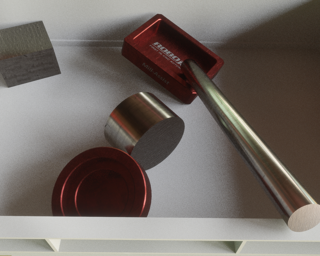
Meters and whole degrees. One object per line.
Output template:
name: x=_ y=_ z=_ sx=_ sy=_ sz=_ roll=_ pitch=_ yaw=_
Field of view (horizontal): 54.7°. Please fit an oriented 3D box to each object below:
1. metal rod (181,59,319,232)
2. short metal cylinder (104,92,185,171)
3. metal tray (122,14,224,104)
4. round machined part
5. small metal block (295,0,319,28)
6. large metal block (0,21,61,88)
metal rod: x=0.068 y=-0.016 z=0.327 sx=0.025 sy=0.025 sz=0.300 roll=-8 pitch=31 yaw=-7
short metal cylinder: x=-0.018 y=0.005 z=0.365 sx=0.081 sy=0.080 sz=0.050 roll=-32 pitch=57 yaw=-24
metal tray: x=0.020 y=-0.106 z=0.465 sx=0.130 sy=0.030 sz=0.090 roll=38 pitch=58 yaw=6
round machined part: x=-0.056 y=0.072 z=0.319 sx=0.098 sy=0.042 sz=0.098 roll=-5 pitch=68 yaw=12
small metal block: x=0.287 y=-0.217 z=0.577 sx=0.050 sy=0.050 sz=0.025 roll=7 pitch=51 yaw=5
large metal block: x=-0.210 y=-0.117 z=0.485 sx=0.081 sy=0.050 sz=0.080 roll=-19 pitch=53 yaw=-16
